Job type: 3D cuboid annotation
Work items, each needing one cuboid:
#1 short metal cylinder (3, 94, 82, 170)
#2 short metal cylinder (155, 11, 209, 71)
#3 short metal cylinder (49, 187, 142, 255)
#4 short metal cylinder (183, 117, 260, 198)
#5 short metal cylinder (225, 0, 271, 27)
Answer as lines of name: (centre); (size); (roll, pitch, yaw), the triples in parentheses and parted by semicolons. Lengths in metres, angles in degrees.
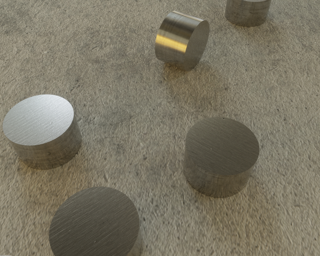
short metal cylinder: (-0.142, 0.004, 0.382); (0.080, 0.050, 0.080); (0, 50, 0)
short metal cylinder: (0.035, -0.134, 0.481); (0.050, 0.080, 0.080); (26, 55, 20)
short metal cylinder: (-0.059, 0.104, 0.299); (0.080, 0.050, 0.080); (0, 50, 0)
short metal cylinder: (0.068, 0.033, 0.359); (0.080, 0.050, 0.080); (0, 50, 0)
short metal cylinder: (0.167, -0.235, 0.586); (0.080, 0.050, 0.080); (0, 50, 0)
